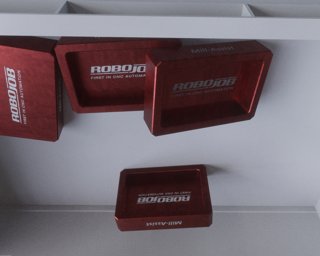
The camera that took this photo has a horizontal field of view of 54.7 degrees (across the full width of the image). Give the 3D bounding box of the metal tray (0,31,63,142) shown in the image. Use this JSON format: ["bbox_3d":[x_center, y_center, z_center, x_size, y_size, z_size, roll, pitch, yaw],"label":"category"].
[{"bbox_3d":[-0.165,-0.045,0.366,0.091,0.030,0.129,8,130,-7],"label":"metal tray"}]

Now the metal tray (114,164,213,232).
[{"bbox_3d":[0.005,0.099,0.450,0.131,0.090,0.030,-4,130,3],"label":"metal tray"}]

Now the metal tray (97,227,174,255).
[{"bbox_3d":[-0.050,0.248,0.618,0.131,0.030,0.089,22,127,-18],"label":"metal tray"}]

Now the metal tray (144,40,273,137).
[{"bbox_3d":[0.050,-0.044,0.338,0.131,0.030,0.089,-10,130,-18],"label":"metal tray"}]

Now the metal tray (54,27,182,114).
[{"bbox_3d":[-0.041,-0.063,0.351,0.131,0.030,0.089,-3,130,2],"label":"metal tray"}]
